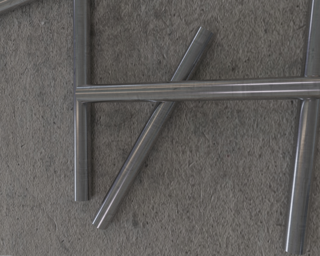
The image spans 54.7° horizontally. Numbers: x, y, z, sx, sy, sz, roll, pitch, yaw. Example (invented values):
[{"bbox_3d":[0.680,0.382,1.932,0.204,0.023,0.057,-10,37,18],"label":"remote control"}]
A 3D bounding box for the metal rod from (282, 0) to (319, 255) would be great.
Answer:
[{"bbox_3d":[0.167,-0.009,0.349,0.025,0.025,0.298,6,92,20],"label":"metal rod"}]

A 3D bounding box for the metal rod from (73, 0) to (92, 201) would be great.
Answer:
[{"bbox_3d":[-0.113,-0.046,0.448,0.025,0.025,0.298,0,90,20],"label":"metal rod"}]

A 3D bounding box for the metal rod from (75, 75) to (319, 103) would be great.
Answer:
[{"bbox_3d":[0.035,-0.044,0.368,0.301,0.025,0.025,1,90,20],"label":"metal rod"}]

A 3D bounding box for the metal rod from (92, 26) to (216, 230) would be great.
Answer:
[{"bbox_3d":[-0.013,0.007,0.413,0.025,0.025,0.299,32,100,17],"label":"metal rod"}]

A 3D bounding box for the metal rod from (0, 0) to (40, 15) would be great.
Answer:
[{"bbox_3d":[-0.159,-0.215,0.465,0.301,0.025,0.025,-11,87,19],"label":"metal rod"}]
